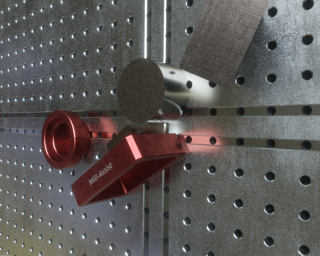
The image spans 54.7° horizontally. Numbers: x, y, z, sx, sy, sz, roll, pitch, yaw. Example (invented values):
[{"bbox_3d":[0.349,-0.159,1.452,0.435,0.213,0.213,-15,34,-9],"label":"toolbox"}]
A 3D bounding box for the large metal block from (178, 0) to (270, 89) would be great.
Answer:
[{"bbox_3d":[0.064,-0.090,0.310,0.050,0.080,0.079,24,107,7],"label":"large metal block"}]

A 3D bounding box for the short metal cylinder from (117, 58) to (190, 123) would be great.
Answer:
[{"bbox_3d":[-0.009,-0.046,0.399,0.080,0.050,0.079,0,90,39],"label":"short metal cylinder"}]

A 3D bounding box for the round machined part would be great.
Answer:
[{"bbox_3d":[-0.155,0.019,0.523,0.098,0.042,0.097,0,90,39],"label":"round machined part"}]

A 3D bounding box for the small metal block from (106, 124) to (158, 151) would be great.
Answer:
[{"bbox_3d":[-0.035,0.019,0.420,0.050,0.050,0.025,-40,66,32],"label":"small metal block"}]

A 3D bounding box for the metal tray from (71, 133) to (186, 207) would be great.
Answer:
[{"bbox_3d":[-0.041,0.054,0.399,0.129,0.091,0.030,-40,66,32],"label":"metal tray"}]
